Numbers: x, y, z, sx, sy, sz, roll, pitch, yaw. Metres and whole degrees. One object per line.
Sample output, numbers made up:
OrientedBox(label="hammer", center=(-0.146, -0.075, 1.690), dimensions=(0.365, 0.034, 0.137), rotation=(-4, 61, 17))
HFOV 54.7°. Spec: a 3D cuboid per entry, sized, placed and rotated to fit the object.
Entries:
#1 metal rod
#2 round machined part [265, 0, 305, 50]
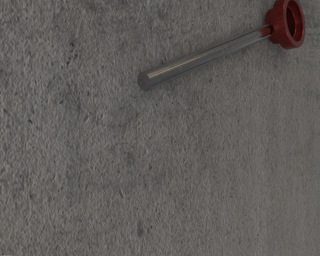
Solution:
OrientedBox(label="metal rod", center=(0.087, -0.117, 0.476), dimensions=(0.302, 0.025, 0.025), rotation=(-29, 109, -36))
OrientedBox(label="round machined part", center=(0.235, -0.197, 0.586), dimensions=(0.099, 0.042, 0.097), rotation=(3, 86, -44))
